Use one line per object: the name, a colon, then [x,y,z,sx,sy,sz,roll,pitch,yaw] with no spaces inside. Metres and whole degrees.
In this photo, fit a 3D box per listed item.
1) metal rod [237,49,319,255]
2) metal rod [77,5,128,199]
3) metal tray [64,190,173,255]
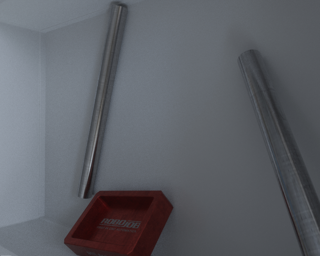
metal rod: [0.110,0.050,0.248,0.025,0.025,0.299,-34,49,34]
metal rod: [-0.091,-0.033,0.479,0.025,0.025,0.298,21,103,38]
metal tray: [-0.056,0.127,0.410,0.130,0.090,0.030,-10,125,39]
